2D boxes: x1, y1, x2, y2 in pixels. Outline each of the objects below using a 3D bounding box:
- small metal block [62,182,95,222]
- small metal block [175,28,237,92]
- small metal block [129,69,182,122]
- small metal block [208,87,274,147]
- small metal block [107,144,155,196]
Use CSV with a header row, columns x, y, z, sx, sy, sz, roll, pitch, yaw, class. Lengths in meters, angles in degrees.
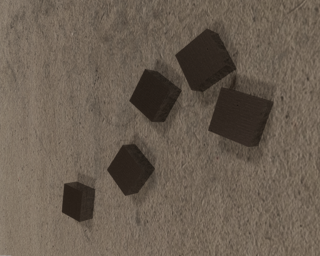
x,y,z,sx,sy,sz,roll,pitch,yaw,class
-0.136,0.121,0.514,0.050,0.025,0.050,11,97,39,small metal block
0.052,-0.077,0.360,0.050,0.025,0.050,-34,69,34,small metal block
-0.007,-0.042,0.409,0.050,0.025,0.050,43,116,31,small metal block
0.086,-0.012,0.333,0.050,0.025,0.050,25,105,37,small metal block
-0.042,0.059,0.437,0.050,0.025,0.050,48,118,28,small metal block
